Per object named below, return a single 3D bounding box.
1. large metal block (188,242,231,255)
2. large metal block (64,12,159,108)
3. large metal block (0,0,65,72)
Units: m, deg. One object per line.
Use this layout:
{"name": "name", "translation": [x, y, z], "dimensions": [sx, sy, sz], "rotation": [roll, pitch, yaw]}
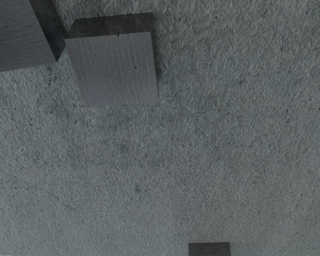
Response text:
{"name": "large metal block", "translation": [0.099, 0.276, 0.626], "dimensions": [0.080, 0.050, 0.079], "rotation": [-2, 130, 1]}
{"name": "large metal block", "translation": [-0.045, -0.071, 0.330], "dimensions": [0.080, 0.050, 0.080], "rotation": [-4, 130, 3]}
{"name": "large metal block", "translation": [-0.148, -0.104, 0.301], "dimensions": [0.080, 0.050, 0.080], "rotation": [-8, 130, 7]}
